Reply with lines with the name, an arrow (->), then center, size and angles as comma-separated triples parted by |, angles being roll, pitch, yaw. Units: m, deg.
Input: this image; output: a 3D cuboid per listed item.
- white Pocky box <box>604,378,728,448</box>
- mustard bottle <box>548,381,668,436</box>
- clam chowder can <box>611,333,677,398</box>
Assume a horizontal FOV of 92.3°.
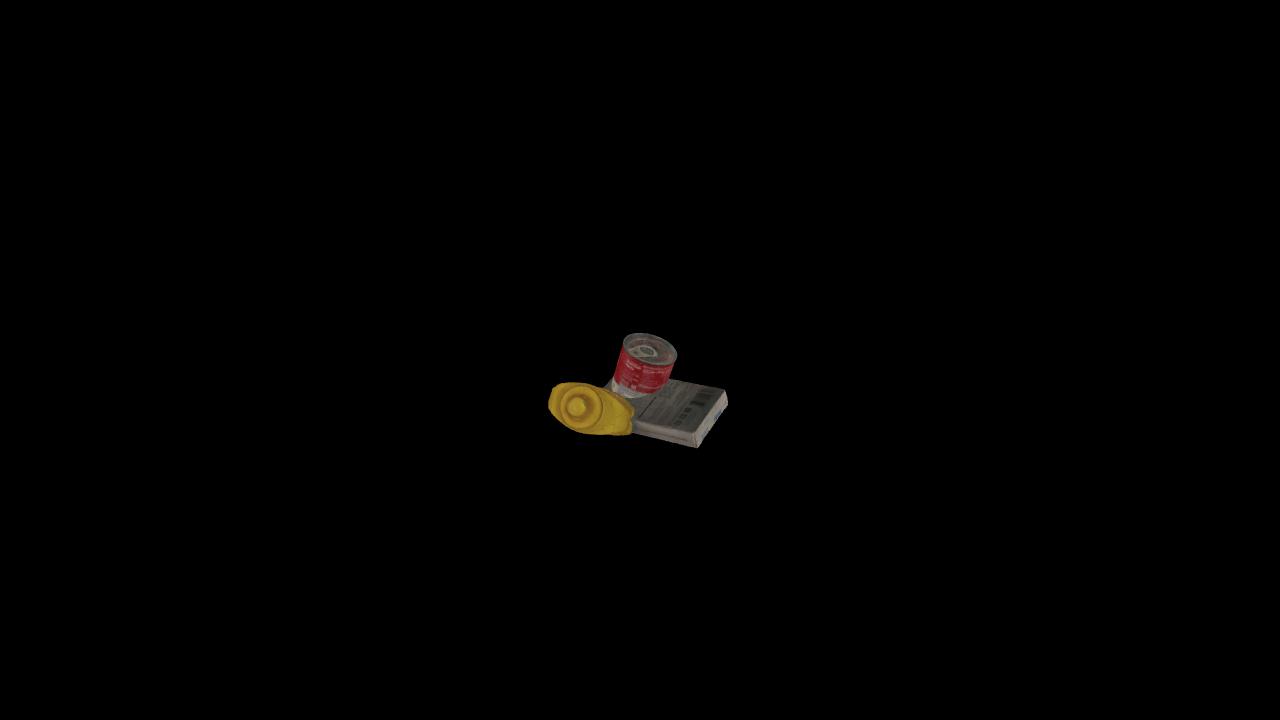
white Pocky box -> 0.018, 0.055, 0.732 | 0.154, 0.028, 0.084 | 10, 41, 34
mustard bottle -> -0.052, 0.053, 0.663 | 0.092, 0.054, 0.184 | 24, -4, 6
clam chowder can -> 0.000, 0.027, 0.760 | 0.068, 0.102, 0.068 | 13, 31, -8
